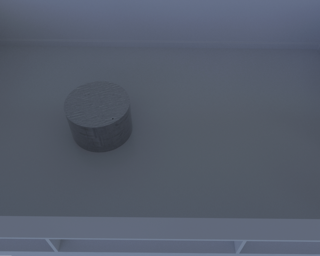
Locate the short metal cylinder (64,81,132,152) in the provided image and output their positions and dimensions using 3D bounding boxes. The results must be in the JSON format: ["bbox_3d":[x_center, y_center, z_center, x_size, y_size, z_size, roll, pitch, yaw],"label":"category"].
[{"bbox_3d":[-0.078,-0.015,0.401,0.081,0.050,0.080,0,50,0],"label":"short metal cylinder"}]
